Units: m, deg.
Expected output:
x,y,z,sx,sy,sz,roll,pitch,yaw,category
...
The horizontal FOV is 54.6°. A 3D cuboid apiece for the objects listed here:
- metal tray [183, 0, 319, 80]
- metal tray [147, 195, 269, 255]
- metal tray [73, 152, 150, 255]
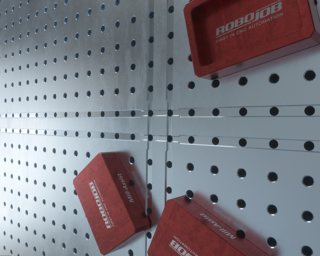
x,y,z,sx,sy,sz,roll,pitch,yaw,category
0.092,-0.113,0.330,0.130,0.030,0.090,-15,81,39,metal tray
0.051,0.152,0.365,0.130,0.030,0.089,31,109,36,metal tray
-0.078,0.113,0.472,0.090,0.030,0.130,-43,64,31,metal tray
